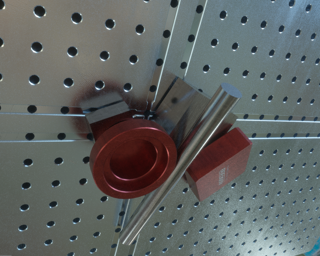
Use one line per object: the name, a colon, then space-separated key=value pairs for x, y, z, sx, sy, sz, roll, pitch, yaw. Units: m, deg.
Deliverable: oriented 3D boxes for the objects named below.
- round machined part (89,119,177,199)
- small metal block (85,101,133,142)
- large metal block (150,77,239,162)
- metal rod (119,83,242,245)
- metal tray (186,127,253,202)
round machined part: x=-0.033 y=0.032 z=0.362 sx=0.099 sy=0.042 sz=0.097 roll=-12 pitch=124 yaw=-18
small metal block: x=-0.058 y=0.001 z=0.377 sx=0.050 sy=0.025 sz=0.050 roll=-20 pitch=126 yaw=-17
large metal block: x=0.041 y=-0.007 z=0.409 sx=0.080 sy=0.050 sz=0.080 roll=25 pitch=105 yaw=-37
metal rod: x=0.010 y=0.067 z=0.402 sx=0.025 sy=0.025 sz=0.298 roll=6 pitch=131 yaw=-31
metal tray: x=0.084 y=0.058 z=0.453 sx=0.090 sy=0.030 sz=0.130 roll=-33 pitch=154 yaw=-6
